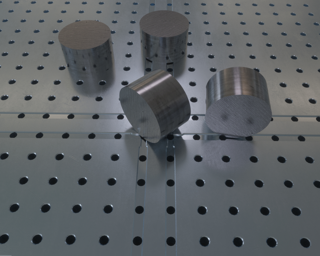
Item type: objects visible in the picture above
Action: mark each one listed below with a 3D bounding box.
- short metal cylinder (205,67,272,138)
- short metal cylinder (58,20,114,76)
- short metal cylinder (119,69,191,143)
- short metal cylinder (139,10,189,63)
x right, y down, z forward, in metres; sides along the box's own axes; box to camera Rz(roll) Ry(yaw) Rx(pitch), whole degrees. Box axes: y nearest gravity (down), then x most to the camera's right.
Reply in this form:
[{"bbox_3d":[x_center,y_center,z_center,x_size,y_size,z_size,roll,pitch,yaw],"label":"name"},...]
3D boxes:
[{"bbox_3d":[0.099,-0.032,0.399,0.080,0.080,0.050,5,50,4],"label":"short metal cylinder"},{"bbox_3d":[-0.117,-0.130,0.500,0.081,0.050,0.080,0,50,0],"label":"short metal cylinder"},{"bbox_3d":[-0.007,-0.028,0.395,0.050,0.080,0.080,-34,58,-25],"label":"short metal cylinder"},{"bbox_3d":[0.007,-0.154,0.521,0.081,0.050,0.080,0,50,0],"label":"short metal cylinder"}]
